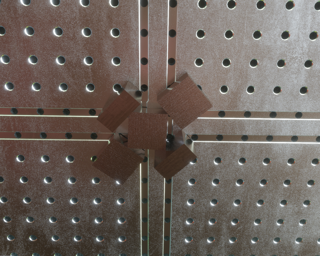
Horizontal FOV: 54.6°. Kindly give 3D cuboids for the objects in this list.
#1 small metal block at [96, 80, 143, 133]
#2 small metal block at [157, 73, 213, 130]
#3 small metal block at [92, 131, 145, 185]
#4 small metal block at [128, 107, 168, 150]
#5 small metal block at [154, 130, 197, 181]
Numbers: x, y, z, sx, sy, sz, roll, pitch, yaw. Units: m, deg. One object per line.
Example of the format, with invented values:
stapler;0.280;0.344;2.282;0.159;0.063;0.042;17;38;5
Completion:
small metal block;-0.049;-0.028;0.389;0.025;0.050;0.050;42;105;-15
small metal block;0.032;-0.035;0.401;0.050;0.025;0.050;-38;106;13
small metal block;-0.056;0.042;0.428;0.050;0.025;0.050;36;106;-13
small metal block;-0.016;0.000;0.413;0.050;0.025;0.050;4;109;0
small metal block;0.020;0.035;0.413;0.050;0.050;0.025;-40;105;13
